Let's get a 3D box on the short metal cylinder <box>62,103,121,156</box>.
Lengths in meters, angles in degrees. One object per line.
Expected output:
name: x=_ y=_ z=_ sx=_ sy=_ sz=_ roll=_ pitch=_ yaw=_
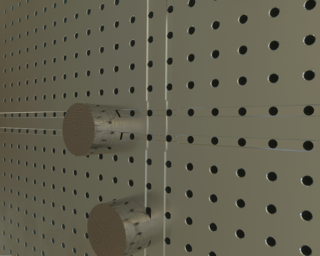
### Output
short metal cylinder: x=-0.107 y=0.002 z=0.481 sx=0.080 sy=0.050 sz=0.079 roll=0 pitch=90 yaw=40

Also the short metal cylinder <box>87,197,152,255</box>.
short metal cylinder: x=-0.058 y=0.143 z=0.441 sx=0.080 sy=0.050 sz=0.079 roll=0 pitch=90 yaw=40
